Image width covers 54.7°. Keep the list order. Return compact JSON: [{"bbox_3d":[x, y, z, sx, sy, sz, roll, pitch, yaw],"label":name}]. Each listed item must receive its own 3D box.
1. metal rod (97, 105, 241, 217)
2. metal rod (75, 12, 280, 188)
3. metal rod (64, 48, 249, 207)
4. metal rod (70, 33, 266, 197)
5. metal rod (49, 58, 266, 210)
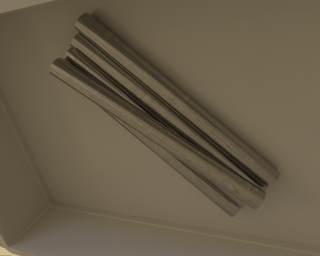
[{"bbox_3d":[-0.012,0.015,0.422,0.300,0.025,0.025,40,129,1],"label":"metal rod"},{"bbox_3d":[0.020,-0.034,0.375,0.300,0.025,0.025,40,129,1],"label":"metal rod"},{"bbox_3d":[-0.002,-0.003,0.407,0.300,0.025,0.025,40,129,1],"label":"metal rod"},{"bbox_3d":[0.011,-0.017,0.391,0.300,0.025,0.025,40,129,1],"label":"metal rod"},{"bbox_3d":[-0.007,0.003,0.380,0.301,0.025,0.025,33,129,6],"label":"metal rod"}]
